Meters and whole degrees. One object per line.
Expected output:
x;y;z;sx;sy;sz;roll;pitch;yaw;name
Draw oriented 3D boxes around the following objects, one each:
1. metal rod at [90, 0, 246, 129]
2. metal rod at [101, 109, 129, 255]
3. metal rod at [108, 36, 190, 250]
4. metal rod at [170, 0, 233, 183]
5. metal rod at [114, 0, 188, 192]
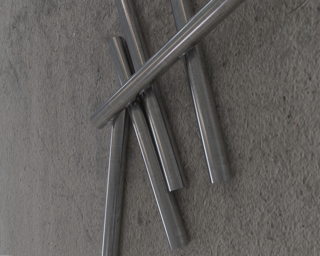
0.010;-0.085;0.362;0.299;0.025;0.025;-37;67;33;metal rod
-0.069;0.113;0.461;0.025;0.025;0.298;9;96;39;metal rod
-0.020;0.009;0.421;0.025;0.025;0.299;-29;72;36;metal rod
0.040;-0.085;0.371;0.025;0.025;0.299;-19;78;38;metal rod
-0.018;-0.064;0.419;0.025;0.025;0.299;-26;74;37;metal rod
